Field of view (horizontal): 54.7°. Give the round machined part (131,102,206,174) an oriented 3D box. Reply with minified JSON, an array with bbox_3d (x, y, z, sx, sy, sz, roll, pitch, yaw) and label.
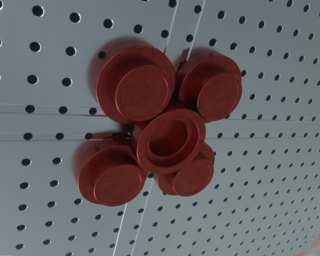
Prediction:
[{"bbox_3d":[0.008,0.009,0.410,0.099,0.042,0.097,-14,125,-21],"label":"round machined part"}]

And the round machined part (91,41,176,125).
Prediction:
[{"bbox_3d":[-0.025,-0.046,0.358,0.099,0.042,0.097,-14,125,-21],"label":"round machined part"}]

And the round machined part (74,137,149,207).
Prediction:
[{"bbox_3d":[-0.059,0.065,0.410,0.099,0.042,0.097,-14,125,-21],"label":"round machined part"}]

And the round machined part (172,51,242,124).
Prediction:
[{"bbox_3d":[0.068,-0.048,0.409,0.099,0.042,0.097,-14,125,-21],"label":"round machined part"}]

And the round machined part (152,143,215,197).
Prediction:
[{"bbox_3d":[0.041,0.063,0.463,0.099,0.042,0.097,-14,125,-21],"label":"round machined part"}]
